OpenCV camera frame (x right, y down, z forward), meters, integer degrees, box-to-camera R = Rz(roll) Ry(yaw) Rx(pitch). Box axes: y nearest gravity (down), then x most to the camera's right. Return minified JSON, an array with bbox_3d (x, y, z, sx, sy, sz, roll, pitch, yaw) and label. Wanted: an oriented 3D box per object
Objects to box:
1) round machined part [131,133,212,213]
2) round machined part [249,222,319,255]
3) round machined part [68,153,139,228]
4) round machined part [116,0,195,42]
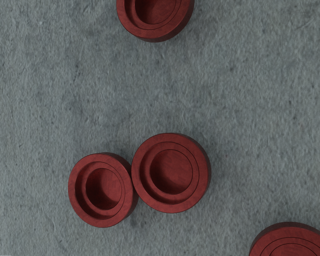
[{"bbox_3d":[0.017,0.055,0.393,0.098,0.042,0.097,0,90,19],"label":"round machined part"},{"bbox_3d":[0.150,0.154,0.347,0.098,0.042,0.097,0,90,19],"label":"round machined part"},{"bbox_3d":[-0.072,0.081,0.424,0.098,0.042,0.097,0,90,21],"label":"round machined part"},{"bbox_3d":[-0.003,-0.159,0.400,0.098,0.042,0.097,0,90,19],"label":"round machined part"}]
